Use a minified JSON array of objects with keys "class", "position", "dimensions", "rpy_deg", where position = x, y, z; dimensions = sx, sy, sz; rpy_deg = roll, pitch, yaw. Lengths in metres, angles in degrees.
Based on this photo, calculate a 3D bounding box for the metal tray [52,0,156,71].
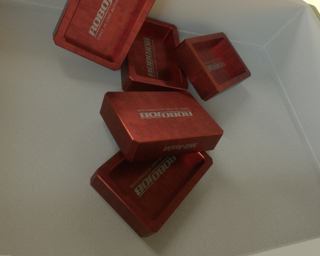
[{"class":"metal tray","position":[-0.066,-0.148,0.388],"dimensions":[0.091,0.129,0.030],"rpy_deg":[21,19,-30]}]

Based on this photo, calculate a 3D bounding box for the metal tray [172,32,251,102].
[{"class":"metal tray","position":[0.086,-0.101,0.489],"dimensions":[0.131,0.030,0.090],"rpy_deg":[-28,85,-49]}]

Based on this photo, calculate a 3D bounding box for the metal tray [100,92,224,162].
[{"class":"metal tray","position":[0.003,-0.007,0.384],"dimensions":[0.131,0.030,0.090],"rpy_deg":[-5,44,-34]}]

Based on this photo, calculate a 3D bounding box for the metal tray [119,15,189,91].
[{"class":"metal tray","position":[-0.012,-0.108,0.462],"dimensions":[0.091,0.030,0.130],"rpy_deg":[7,59,-25]}]

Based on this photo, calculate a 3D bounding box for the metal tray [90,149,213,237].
[{"class":"metal tray","position":[-0.005,0.051,0.370],"dimensions":[0.090,0.030,0.131],"rpy_deg":[46,51,3]}]
